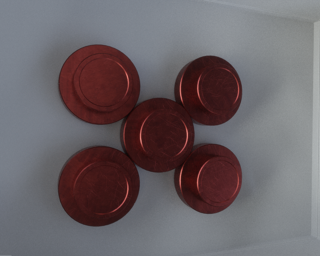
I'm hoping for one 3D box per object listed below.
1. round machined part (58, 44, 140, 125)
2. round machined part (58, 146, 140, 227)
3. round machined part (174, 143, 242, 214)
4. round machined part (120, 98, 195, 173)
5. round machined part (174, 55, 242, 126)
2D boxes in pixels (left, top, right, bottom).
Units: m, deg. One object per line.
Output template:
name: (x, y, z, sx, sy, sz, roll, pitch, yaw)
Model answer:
round machined part: (-0.071, -0.053, 0.374, 0.099, 0.042, 0.097, 0, 90, -21)
round machined part: (-0.071, 0.071, 0.375, 0.099, 0.042, 0.097, 0, 90, -21)
round machined part: (0.073, 0.071, 0.429, 0.099, 0.042, 0.097, 0, 90, -21)
round machined part: (0.001, 0.009, 0.401, 0.099, 0.042, 0.097, 0, 90, -21)
round machined part: (0.073, -0.052, 0.428, 0.099, 0.042, 0.097, 0, 90, -21)
